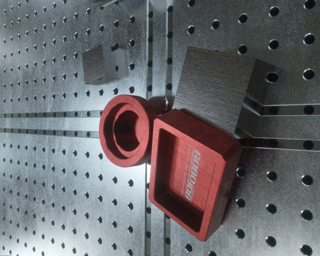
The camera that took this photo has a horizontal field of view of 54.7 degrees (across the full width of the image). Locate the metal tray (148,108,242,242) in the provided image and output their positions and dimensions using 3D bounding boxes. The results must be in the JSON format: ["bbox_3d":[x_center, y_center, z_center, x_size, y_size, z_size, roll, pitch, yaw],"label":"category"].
[{"bbox_3d":[0.032,0.054,0.344,0.090,0.030,0.129,31,132,32],"label":"metal tray"}]

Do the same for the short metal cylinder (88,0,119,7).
[{"bbox_3d":[-0.075,-0.219,0.436,0.050,0.081,0.080,-7,86,40],"label":"short metal cylinder"}]

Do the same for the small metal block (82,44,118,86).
[{"bbox_3d":[-0.095,-0.098,0.488,0.050,0.025,0.050,-11,83,39],"label":"small metal block"}]

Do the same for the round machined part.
[{"bbox_3d":[-0.037,0.004,0.429,0.098,0.042,0.097,0,90,40],"label":"round machined part"}]

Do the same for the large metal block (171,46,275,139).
[{"bbox_3d":[0.067,-0.039,0.338,0.080,0.050,0.079,22,104,37],"label":"large metal block"}]
